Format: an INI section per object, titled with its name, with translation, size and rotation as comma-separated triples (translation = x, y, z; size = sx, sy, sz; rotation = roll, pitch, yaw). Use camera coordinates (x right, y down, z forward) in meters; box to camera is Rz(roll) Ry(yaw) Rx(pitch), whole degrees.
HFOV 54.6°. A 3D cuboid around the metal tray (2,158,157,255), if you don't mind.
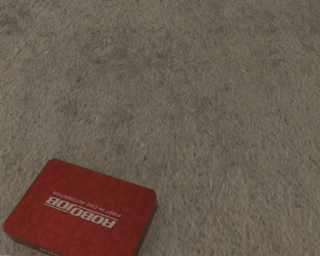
[metal tray]
translation = -0.078, 0.091, 0.323
size = 0.130, 0.030, 0.090
rotation = 15, 52, 12
